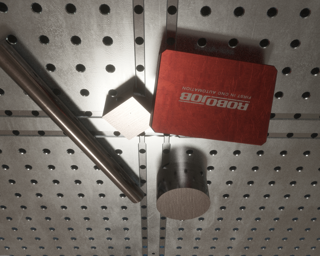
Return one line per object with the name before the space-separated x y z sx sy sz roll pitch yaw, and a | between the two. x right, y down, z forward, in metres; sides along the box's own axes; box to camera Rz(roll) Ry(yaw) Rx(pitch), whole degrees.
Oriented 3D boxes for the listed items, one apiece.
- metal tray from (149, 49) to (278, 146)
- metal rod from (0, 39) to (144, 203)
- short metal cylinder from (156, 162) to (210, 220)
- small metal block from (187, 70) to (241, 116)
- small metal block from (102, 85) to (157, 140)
metal tray | 0.059 -0.033 0.350 0.131 0.030 0.089 7 94 -7
metal rod | -0.106 0.012 0.420 0.025 0.025 0.299 -22 127 17
short metal cylinder | 0.035 0.098 0.480 0.081 0.050 0.079 0 130 0
small metal block | 0.063 -0.042 0.373 0.050 0.025 0.050 8 137 -7
small metal block | -0.037 -0.018 0.396 0.050 0.025 0.050 -31 124 23
